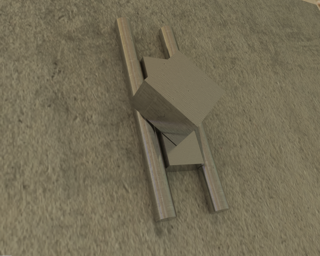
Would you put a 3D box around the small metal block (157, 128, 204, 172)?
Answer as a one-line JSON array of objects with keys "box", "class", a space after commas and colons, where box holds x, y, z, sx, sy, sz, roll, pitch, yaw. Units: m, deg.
[{"box": [0.023, 0.029, 0.401, 0.050, 0.025, 0.050, 1, 61, -28], "class": "small metal block"}]

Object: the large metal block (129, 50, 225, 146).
[{"box": [0.023, -0.039, 0.392, 0.080, 0.050, 0.080, 42, 51, 0], "class": "large metal block"}]

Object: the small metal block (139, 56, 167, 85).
[{"box": [-0.002, -0.074, 0.449, 0.050, 0.025, 0.050, 1, 61, -28], "class": "small metal block"}]

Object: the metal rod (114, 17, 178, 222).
[{"box": [-0.025, -0.029, 0.411, 0.025, 0.025, 0.299, 1, 61, -28], "class": "metal rod"}]

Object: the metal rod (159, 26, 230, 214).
[{"box": [0.042, -0.028, 0.448, 0.025, 0.025, 0.299, 1, 61, -28], "class": "metal rod"}]
